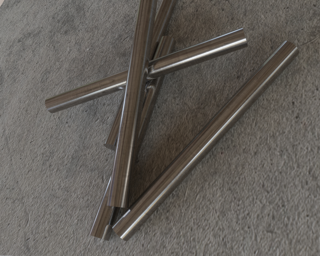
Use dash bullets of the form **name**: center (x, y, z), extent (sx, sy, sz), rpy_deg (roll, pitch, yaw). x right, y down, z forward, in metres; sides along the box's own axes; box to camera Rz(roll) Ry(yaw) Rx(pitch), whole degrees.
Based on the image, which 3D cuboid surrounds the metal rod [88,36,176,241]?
- **metal rod**: center (-0.030, -0.003, 0.421), extent (0.025, 0.025, 0.300), rpy_deg (4, 63, 30)

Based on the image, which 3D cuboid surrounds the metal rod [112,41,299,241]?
- **metal rod**: center (0.057, 0.011, 0.366), extent (0.300, 0.025, 0.025), rpy_deg (-47, 51, -5)

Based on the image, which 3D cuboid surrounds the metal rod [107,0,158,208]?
- **metal rod**: center (-0.031, -0.052, 0.395), extent (0.025, 0.025, 0.299), rpy_deg (-1, 72, 27)

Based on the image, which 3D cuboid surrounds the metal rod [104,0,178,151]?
- **metal rod**: center (-0.021, -0.105, 0.479), extent (0.025, 0.025, 0.300), rpy_deg (4, 64, 30)

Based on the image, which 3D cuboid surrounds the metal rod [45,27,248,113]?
- **metal rod**: center (-0.031, -0.074, 0.432), extent (0.301, 0.025, 0.025), rpy_deg (-16, 55, 18)
